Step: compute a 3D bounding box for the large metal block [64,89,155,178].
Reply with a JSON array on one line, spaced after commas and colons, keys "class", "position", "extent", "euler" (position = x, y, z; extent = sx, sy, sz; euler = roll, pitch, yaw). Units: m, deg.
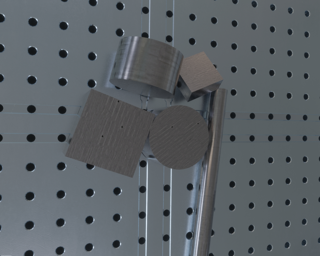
[{"class": "large metal block", "position": [-0.063, 0.007, 0.376], "extent": [0.080, 0.050, 0.080], "euler": [22, 83, -19]}]

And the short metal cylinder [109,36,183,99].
[{"class": "short metal cylinder", "position": [-0.016, -0.071, 0.378], "extent": [0.081, 0.080, 0.050], "euler": [15, 85, -20]}]

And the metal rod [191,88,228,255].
[{"class": "metal rod", "position": [0.066, 0.093, 0.437], "extent": [0.025, 0.025, 0.298], "euler": [8, 87, -20]}]

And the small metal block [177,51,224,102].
[{"class": "small metal block", "position": [0.048, -0.070, 0.420], "extent": [0.050, 0.025, 0.050], "euler": [-24, 71, -19]}]

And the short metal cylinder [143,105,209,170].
[{"class": "short metal cylinder", "position": [0.016, 0.011, 0.406], "extent": [0.081, 0.050, 0.079], "euler": [0, 90, -20]}]
